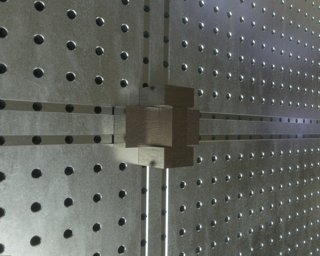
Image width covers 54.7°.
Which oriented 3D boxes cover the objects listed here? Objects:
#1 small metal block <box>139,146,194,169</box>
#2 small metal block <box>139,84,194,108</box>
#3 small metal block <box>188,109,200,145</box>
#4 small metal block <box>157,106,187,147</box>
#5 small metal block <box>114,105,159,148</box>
[{"bbox_3d":[0.008,0.036,0.401,0.050,0.050,0.025,1,90,-40],"label":"small metal block"},{"bbox_3d":[0.008,-0.039,0.401,0.050,0.050,0.025,1,90,-40],"label":"small metal block"},{"bbox_3d":[0.029,-0.001,0.435,0.050,0.025,0.050,1,89,-40],"label":"small metal block"},{"bbox_3d":[0.008,-0.002,0.401,0.025,0.050,0.050,1,90,-40],"label":"small metal block"},{"bbox_3d":[-0.029,-0.002,0.386,0.050,0.025,0.050,1,90,-40],"label":"small metal block"}]
